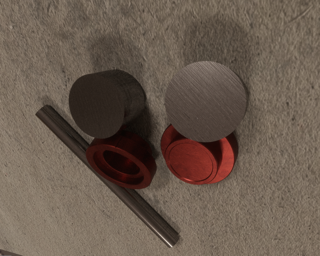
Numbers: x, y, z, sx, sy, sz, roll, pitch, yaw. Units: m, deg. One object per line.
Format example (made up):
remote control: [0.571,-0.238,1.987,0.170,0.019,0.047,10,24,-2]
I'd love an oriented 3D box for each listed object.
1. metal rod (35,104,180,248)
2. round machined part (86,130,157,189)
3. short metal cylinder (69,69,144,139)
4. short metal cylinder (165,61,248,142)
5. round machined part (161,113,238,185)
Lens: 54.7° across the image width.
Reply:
metal rod: [-0.081,0.079,0.496,0.300,0.025,0.025,46,129,-5]
round machined part: [-0.050,0.040,0.434,0.098,0.042,0.097,16,141,13]
short metal cylinder: [-0.067,-0.032,0.394,0.080,0.050,0.079,8,109,23]
short metal cylinder: [0.051,-0.028,0.328,0.080,0.050,0.079,2,97,18]
round machined part: [0.045,0.033,0.391,0.098,0.042,0.097,13,124,20]
